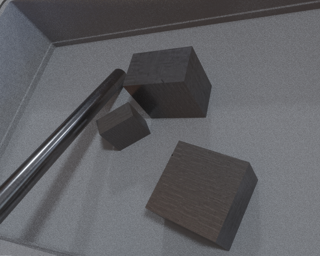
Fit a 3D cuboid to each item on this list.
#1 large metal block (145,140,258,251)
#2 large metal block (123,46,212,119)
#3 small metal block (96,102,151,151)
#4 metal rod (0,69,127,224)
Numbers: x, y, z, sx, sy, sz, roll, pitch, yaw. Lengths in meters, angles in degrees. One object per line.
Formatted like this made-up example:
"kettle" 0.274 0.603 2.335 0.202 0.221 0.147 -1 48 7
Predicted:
"large metal block" 0.045 0.068 0.323 0.080 0.050 0.080 17 70 34
"large metal block" 0.013 -0.054 0.396 0.080 0.080 0.050 0 62 28
"small metal block" -0.048 -0.001 0.414 0.050 0.050 0.025 -30 52 9
"metal rod" -0.116 0.008 0.383 0.025 0.025 0.301 -1 36 27
